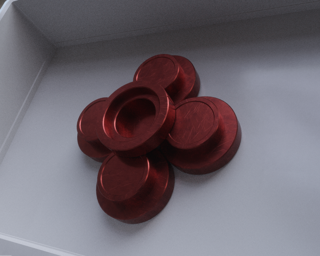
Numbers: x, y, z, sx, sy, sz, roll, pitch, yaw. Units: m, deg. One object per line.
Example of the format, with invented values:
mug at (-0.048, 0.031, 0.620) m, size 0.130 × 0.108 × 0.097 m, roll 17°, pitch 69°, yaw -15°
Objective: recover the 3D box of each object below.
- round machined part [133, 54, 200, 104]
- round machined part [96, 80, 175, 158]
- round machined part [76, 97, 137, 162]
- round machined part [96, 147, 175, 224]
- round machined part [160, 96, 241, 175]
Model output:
round machined part at (0.002, -0.063, 0.429) m, size 0.098 × 0.042 × 0.098 m, roll -13°, pitch 56°, yaw 21°
round machined part at (-0.026, -0.008, 0.384) m, size 0.098 × 0.042 × 0.098 m, roll -13°, pitch 56°, yaw 21°
round machined part at (-0.076, -0.004, 0.435) m, size 0.098 × 0.042 × 0.098 m, roll -13°, pitch 56°, yaw 21°
round machined part at (-0.036, 0.061, 0.373) m, size 0.098 × 0.042 × 0.098 m, roll -13°, pitch 55°, yaw 19°
round machined part at (0.043, 0.003, 0.368) m, size 0.098 × 0.042 × 0.098 m, roll -13°, pitch 56°, yaw 21°
